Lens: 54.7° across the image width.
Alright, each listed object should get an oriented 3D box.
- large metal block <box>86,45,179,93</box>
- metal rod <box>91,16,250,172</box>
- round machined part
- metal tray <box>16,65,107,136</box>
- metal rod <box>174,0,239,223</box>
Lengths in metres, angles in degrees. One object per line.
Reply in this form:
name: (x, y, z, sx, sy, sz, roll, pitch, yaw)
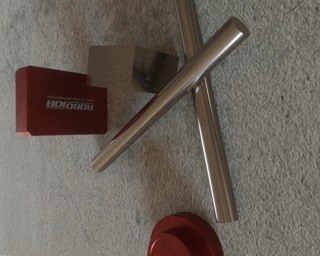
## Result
large metal block: (-0.035, -0.072, 0.396, 0.080, 0.081, 0.050, 12, 98, 39)
metal rod: (-0.010, -0.020, 0.388, 0.299, 0.025, 0.025, -42, 65, 39)
round machined part: (0.023, 0.155, 0.373, 0.098, 0.042, 0.097, 0, 90, 39)
metal tray: (-0.136, -0.035, 0.446, 0.030, 0.131, 0.089, -1, 89, 40)
metal rod: (0.049, -0.043, 0.362, 0.025, 0.025, 0.298, -16, 80, 38)
